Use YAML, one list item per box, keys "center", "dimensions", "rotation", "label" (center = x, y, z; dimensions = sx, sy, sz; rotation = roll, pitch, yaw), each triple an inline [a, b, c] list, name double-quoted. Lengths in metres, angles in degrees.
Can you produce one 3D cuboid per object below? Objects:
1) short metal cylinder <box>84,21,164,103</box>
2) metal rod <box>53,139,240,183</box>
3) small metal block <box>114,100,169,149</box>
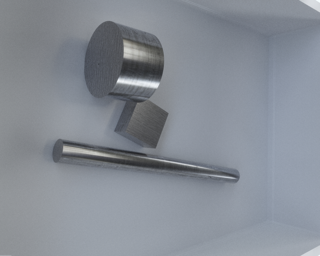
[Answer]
- center: [-0.041, -0.070, 0.338]
  dimensions: [0.050, 0.080, 0.080]
  rotation: [3, 88, -40]
  label: "short metal cylinder"
- center: [0.008, 0.051, 0.415]
  dimensions: [0.302, 0.025, 0.025]
  rotation: [14, 81, -39]
  label: "metal rod"
- center: [-0.022, -0.007, 0.390]
  dimensions: [0.050, 0.025, 0.050]
  rotation: [32, 70, -36]
  label: "small metal block"
